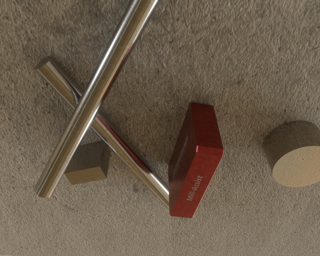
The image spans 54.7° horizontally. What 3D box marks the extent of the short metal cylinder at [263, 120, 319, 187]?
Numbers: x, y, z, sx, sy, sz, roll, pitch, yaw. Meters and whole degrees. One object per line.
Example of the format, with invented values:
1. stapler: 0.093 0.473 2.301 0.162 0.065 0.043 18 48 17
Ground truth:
1. short metal cylinder: 0.189 0.036 0.425 0.081 0.050 0.079 0 130 0

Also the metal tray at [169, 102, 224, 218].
1. metal tray: 0.040 0.043 0.401 0.030 0.090 0.129 9 130 -8

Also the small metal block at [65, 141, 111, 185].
1. small metal block: -0.099 0.048 0.430 0.050 0.050 0.025 -12 129 9

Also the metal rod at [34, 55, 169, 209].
1. metal rod: -0.054 0.025 0.427 0.025 0.025 0.300 -24 127 19

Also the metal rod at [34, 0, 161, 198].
1. metal rod: -0.080 -0.027 0.353 0.025 0.025 0.298 25 117 -20
